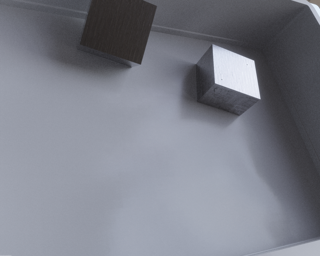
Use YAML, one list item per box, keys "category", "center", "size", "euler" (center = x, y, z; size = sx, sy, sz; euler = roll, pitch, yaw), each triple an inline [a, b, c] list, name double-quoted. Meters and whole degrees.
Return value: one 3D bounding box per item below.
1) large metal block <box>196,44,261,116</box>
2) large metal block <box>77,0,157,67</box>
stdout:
- category: "large metal block"
  center: [0.106, -0.075, 0.492]
  size: [0.081, 0.050, 0.080]
  euler: [16, 55, -19]
- category: "large metal block"
  center: [-0.059, -0.134, 0.415]
  size: [0.081, 0.050, 0.080]
  euler: [15, 91, -20]
